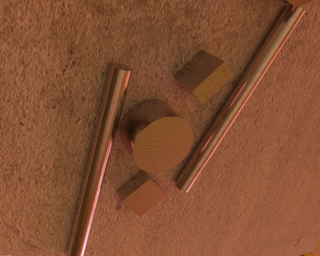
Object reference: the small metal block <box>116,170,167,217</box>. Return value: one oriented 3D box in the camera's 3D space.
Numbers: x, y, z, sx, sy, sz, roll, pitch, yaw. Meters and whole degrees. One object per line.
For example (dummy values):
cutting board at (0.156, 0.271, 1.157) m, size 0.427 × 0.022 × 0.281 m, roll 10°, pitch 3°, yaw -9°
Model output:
small metal block at (-0.027, 0.095, 0.451) m, size 0.050 × 0.025 × 0.050 m, roll -39°, pitch 130°, yaw -2°

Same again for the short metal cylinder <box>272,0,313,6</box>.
short metal cylinder at (0.153, -0.188, 0.358) m, size 0.081 × 0.050 × 0.079 m, roll -14°, pitch 124°, yaw -21°

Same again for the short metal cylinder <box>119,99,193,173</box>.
short metal cylinder at (-0.005, 0.010, 0.394) m, size 0.081 × 0.050 × 0.079 m, roll -14°, pitch 124°, yaw -21°

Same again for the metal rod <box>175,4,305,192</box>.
metal rod at (0.106, -0.033, 0.444) m, size 0.025 × 0.025 × 0.298 m, roll 19°, pitch 108°, yaw -36°

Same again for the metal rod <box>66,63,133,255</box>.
metal rod at (-0.084, 0.063, 0.399) m, size 0.025 × 0.025 × 0.298 m, roll 4°, pitch 117°, yaw -30°

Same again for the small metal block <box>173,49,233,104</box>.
small metal block at (0.052, -0.064, 0.379) m, size 0.050 × 0.050 × 0.025 m, roll -43°, pitch 129°, yaw 1°
